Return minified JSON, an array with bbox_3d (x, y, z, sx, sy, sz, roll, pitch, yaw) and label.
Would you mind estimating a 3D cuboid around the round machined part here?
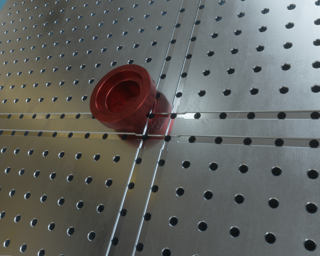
[{"bbox_3d":[-0.049,-0.041,0.449,0.098,0.042,0.098,-13,56,21],"label":"round machined part"}]
